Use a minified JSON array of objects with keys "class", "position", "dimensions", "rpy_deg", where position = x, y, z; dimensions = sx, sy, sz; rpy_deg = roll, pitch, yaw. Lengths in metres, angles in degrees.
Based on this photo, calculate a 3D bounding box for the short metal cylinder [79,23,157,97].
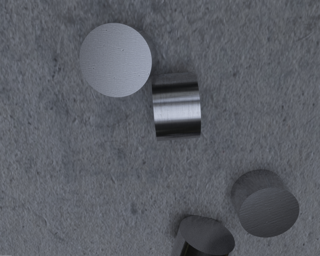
[{"class":"short metal cylinder","position":[-0.046,-0.080,0.361],"dimensions":[0.080,0.050,0.079],"rpy_deg":[2,106,6]}]

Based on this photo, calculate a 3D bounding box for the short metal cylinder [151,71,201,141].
[{"class":"short metal cylinder","position":[0.019,-0.026,0.371],"dimensions":[0.050,0.080,0.079],"rpy_deg":[-5,110,1]}]

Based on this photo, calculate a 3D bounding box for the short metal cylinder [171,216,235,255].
[{"class":"short metal cylinder","position":[0.061,0.172,0.445],"dimensions":[0.081,0.080,0.050],"rpy_deg":[12,110,-5]}]

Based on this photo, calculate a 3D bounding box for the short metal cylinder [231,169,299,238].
[{"class":"short metal cylinder","position":[0.146,0.106,0.438],"dimensions":[0.081,0.050,0.079],"rpy_deg":[0,110,-1]}]
